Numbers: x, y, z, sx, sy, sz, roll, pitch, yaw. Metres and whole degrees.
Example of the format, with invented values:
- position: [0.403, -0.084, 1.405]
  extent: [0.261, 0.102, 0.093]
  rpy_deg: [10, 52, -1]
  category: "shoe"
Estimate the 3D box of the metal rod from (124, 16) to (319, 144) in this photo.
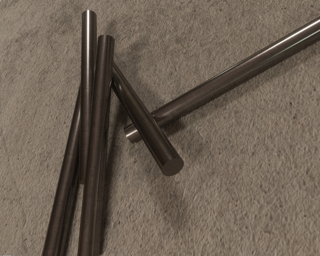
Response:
- position: [0.088, -0.062, 0.395]
  extent: [0.301, 0.025, 0.025]
  rpy_deg: [-29, 52, 9]
  category: "metal rod"

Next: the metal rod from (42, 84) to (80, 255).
- position: [-0.124, 0.045, 0.438]
  extent: [0.025, 0.025, 0.299]
  rpy_deg: [-11, 57, 22]
  category: "metal rod"

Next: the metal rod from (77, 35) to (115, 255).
- position: [-0.081, 0.008, 0.409]
  extent: [0.025, 0.025, 0.299]
  rpy_deg: [-9, 67, 23]
  category: "metal rod"

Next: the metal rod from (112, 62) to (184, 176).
- position: [-0.045, -0.044, 0.428]
  extent: [0.025, 0.025, 0.300]
  rpy_deg: [-38, 44, 3]
  category: "metal rod"

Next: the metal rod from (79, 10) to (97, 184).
- position: [-0.109, -0.062, 0.474]
  extent: [0.025, 0.025, 0.299]
  rpy_deg: [-16, 62, 19]
  category: "metal rod"
